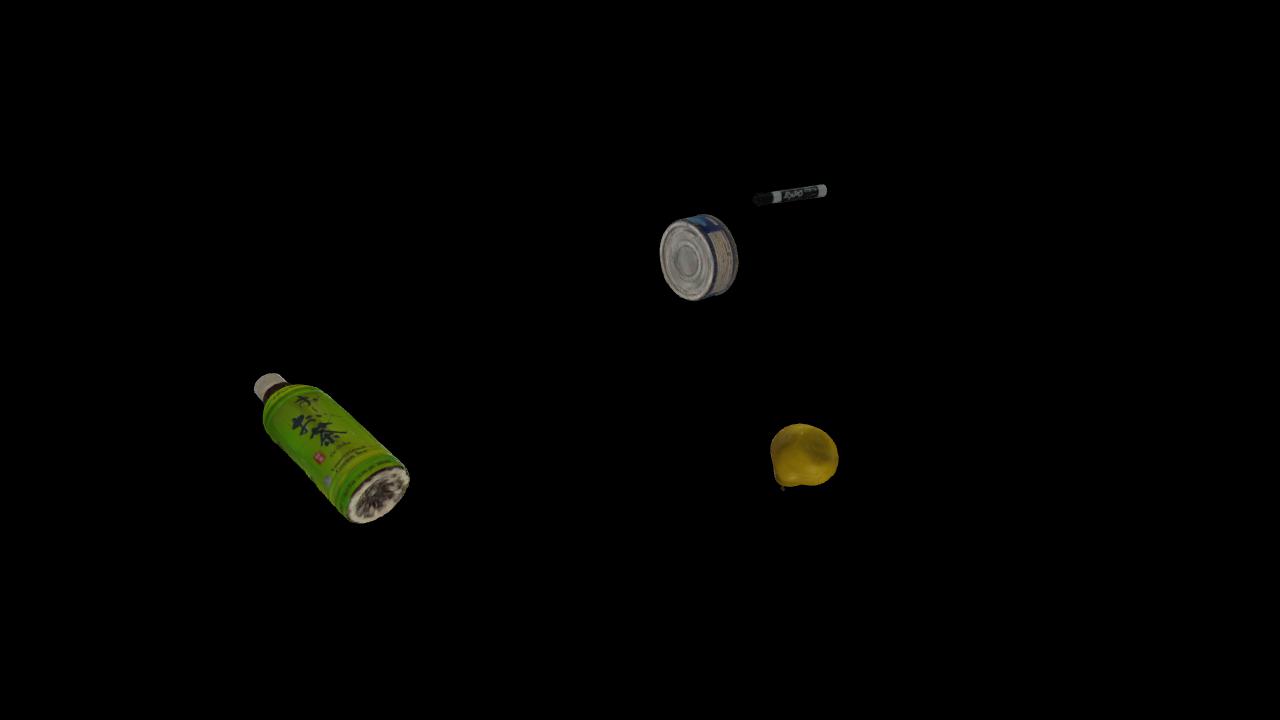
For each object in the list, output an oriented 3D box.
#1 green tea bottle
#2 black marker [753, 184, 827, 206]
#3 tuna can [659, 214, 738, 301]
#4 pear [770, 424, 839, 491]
[{"bbox_3d":[-0.327,0.079,0.631,0.212,0.073,0.073,32,15,26],"label":"green tea bottle"},{"bbox_3d":[0.221,-0.244,0.911,0.121,0.020,0.020,-12,4,-18],"label":"black marker"},{"bbox_3d":[0.057,-0.103,0.621,0.034,0.084,0.084,-20,11,-34],"label":"tuna can"},{"bbox_3d":[0.188,0.126,0.753,0.080,0.080,0.111,0,-33,-26],"label":"pear"}]
